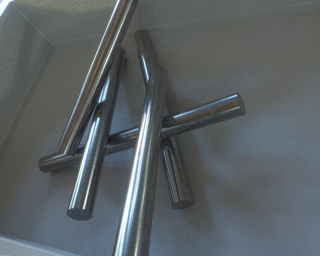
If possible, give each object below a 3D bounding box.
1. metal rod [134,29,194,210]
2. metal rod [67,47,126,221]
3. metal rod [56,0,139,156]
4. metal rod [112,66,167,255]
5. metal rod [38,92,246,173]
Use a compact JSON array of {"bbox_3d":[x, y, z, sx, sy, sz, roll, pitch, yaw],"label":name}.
[{"bbox_3d":[-0.003,-0.034,0.426,0.025,0.025,0.299,-23,53,14],"label":"metal rod"},{"bbox_3d":[-0.074,-0.020,0.412,0.025,0.025,0.300,-17,42,18],"label":"metal rod"},{"bbox_3d":[-0.065,-0.106,0.401,0.025,0.025,0.299,24,92,36],"label":"metal rod"},{"bbox_3d":[-0.012,0.017,0.307,0.025,0.025,0.300,-18,34,18],"label":"metal rod"},{"bbox_3d":[-0.043,0.015,0.392,0.300,0.025,0.025,-17,55,27],"label":"metal rod"}]
